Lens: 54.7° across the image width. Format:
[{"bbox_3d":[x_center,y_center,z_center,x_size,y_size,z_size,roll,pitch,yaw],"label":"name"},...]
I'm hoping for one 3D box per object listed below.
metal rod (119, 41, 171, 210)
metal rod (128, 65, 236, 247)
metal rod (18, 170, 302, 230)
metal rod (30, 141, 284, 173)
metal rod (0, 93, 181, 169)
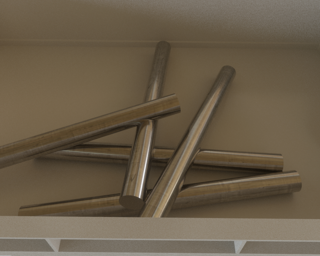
[{"bbox_3d":[-0.011,-0.031,0.406,0.025,0.025,0.300,5,44,4],"label":"metal rod"},{"bbox_3d":[0.044,0.006,0.373,0.025,0.025,0.301,19,45,15],"label":"metal rod"},{"bbox_3d":[0.006,0.077,0.338,0.302,0.025,0.025,-6,51,-6],"label":"metal rod"},{"bbox_3d":[-0.008,0.034,0.375,0.302,0.025,0.025,4,50,2],"label":"metal rod"},{"bbox_3d":[-0.122,0.015,0.356,0.302,0.025,0.025,-18,52,-8],"label":"metal rod"}]
